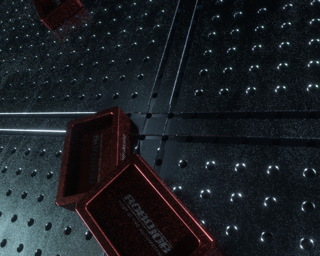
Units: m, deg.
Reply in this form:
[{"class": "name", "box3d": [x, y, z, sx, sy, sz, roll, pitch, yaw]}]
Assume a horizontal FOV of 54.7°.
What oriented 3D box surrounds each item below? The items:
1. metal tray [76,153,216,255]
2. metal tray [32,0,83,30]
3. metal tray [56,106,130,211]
[{"class": "metal tray", "box3d": [-0.017, 0.102, 0.329, 0.090, 0.030, 0.130, -43, 66, -2]}, {"class": "metal tray", "box3d": [-0.236, -0.286, 0.700, 0.090, 0.030, 0.130, -36, 51, 3]}, {"class": "metal tray", "box3d": [-0.089, 0.040, 0.425, 0.090, 0.030, 0.130, -15, 55, 19]}]
